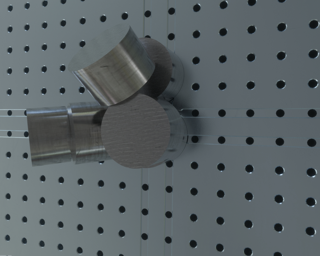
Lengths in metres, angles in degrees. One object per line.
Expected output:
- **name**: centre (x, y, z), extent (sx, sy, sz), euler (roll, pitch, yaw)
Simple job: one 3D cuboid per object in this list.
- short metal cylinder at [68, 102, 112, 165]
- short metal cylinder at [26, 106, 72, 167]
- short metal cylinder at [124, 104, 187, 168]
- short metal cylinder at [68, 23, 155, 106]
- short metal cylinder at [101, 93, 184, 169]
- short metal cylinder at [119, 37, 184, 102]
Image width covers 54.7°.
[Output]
- **short metal cylinder**: centre (-0.091, 0.005, 0.408), extent (0.050, 0.080, 0.080), euler (-6, 88, -22)
- **short metal cylinder**: centre (-0.155, 0.011, 0.431), extent (0.050, 0.080, 0.080), euler (-6, 87, -22)
- **short metal cylinder**: centre (-0.010, 0.009, 0.402), extent (0.080, 0.050, 0.080), euler (0, 90, 20)
- **short metal cylinder**: centre (-0.053, -0.070, 0.341), extent (0.080, 0.080, 0.050), euler (-25, 125, 18)
- **short metal cylinder**: centre (-0.019, 0.003, 0.351), extent (0.080, 0.050, 0.080), euler (0, 90, 20)
- **short metal cylinder**: centre (-0.014, -0.071, 0.404), extent (0.080, 0.050, 0.079), euler (0, 90, 20)
